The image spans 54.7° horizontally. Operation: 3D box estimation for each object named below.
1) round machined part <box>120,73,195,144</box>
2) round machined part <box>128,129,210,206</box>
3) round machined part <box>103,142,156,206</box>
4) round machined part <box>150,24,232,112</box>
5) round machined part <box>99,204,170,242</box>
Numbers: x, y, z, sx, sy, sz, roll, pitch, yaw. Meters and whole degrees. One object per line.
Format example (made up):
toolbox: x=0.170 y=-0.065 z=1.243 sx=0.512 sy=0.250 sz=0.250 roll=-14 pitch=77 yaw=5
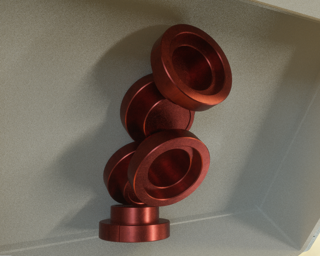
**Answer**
round machined part: x=0.004 y=-0.017 z=0.388 sx=0.099 sy=0.042 sz=0.097 roll=-14 pitch=125 yaw=-21
round machined part: x=0.007 y=0.043 z=0.372 sx=0.099 sy=0.042 sz=0.097 roll=-14 pitch=125 yaw=-21
round machined part: x=-0.024 y=0.069 z=0.426 sx=0.099 sy=0.042 sz=0.097 roll=-14 pitch=125 yaw=-21
round machined part: x=0.031 y=-0.064 z=0.351 sx=0.099 sy=0.098 sz=0.042 roll=7 pitch=157 yaw=-32
round machined part: x=-0.035 y=0.130 z=0.435 sx=0.099 sy=0.098 sz=0.042 roll=6 pitch=78 yaw=-32
